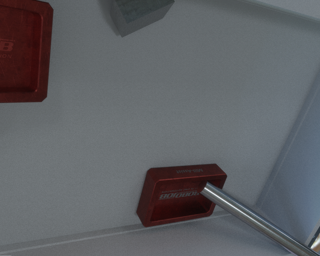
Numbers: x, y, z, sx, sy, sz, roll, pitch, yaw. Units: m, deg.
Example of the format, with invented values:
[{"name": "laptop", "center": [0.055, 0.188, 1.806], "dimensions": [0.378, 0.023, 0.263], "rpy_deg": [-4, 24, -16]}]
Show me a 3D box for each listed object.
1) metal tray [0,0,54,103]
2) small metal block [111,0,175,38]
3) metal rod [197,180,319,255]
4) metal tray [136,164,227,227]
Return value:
[{"name": "metal tray", "center": [-0.158, -0.066, 0.249], "dimensions": [0.131, 0.030, 0.089], "rpy_deg": [-6, 114, -43]}, {"name": "small metal block", "center": [-0.019, -0.118, 0.307], "dimensions": [0.050, 0.050, 0.025], "rpy_deg": [-29, 98, -11]}, {"name": "metal rod", "center": [0.188, 0.173, 0.514], "dimensions": [0.301, 0.025, 0.025], "rpy_deg": [34, 100, -12]}, {"name": "metal tray", "center": [0.035, 0.105, 0.491], "dimensions": [0.131, 0.030, 0.089], "rpy_deg": [0, 118, -29]}]
